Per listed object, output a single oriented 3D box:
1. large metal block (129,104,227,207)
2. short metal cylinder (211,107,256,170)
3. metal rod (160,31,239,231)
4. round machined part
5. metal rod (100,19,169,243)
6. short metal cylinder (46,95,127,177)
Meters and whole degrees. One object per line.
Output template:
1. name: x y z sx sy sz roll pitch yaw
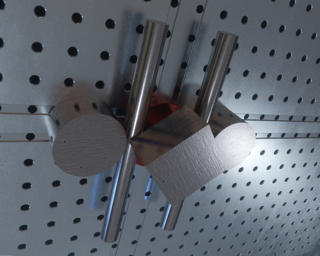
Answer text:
1. large metal block: 0.023 0.033 0.366 0.080 0.050 0.080 -33 129 -7
2. short metal cylinder: 0.091 0.016 0.453 0.081 0.050 0.079 -14 124 -21
3. metal rod: 0.046 0.021 0.422 0.025 0.025 0.298 0 119 -29
4. round machined part: 0.000 0.012 0.408 0.099 0.042 0.097 -14 124 -21
5. metal rod: -0.037 0.023 0.377 0.025 0.025 0.298 0 118 -29
6. short metal cylinder: -0.085 0.008 0.354 0.081 0.050 0.079 -14 124 -21
